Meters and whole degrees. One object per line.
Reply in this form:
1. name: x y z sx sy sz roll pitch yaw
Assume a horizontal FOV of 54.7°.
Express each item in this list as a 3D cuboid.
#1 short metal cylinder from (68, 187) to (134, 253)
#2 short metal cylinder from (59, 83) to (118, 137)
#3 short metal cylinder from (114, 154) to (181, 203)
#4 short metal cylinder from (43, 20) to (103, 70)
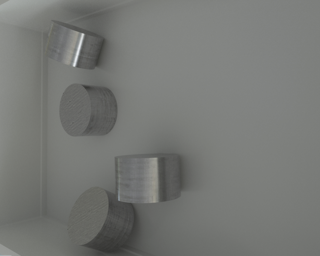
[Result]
1. short metal cylinder: -0.084 0.130 0.439 0.080 0.050 0.080 -24 48 30
2. short metal cylinder: -0.112 -0.027 0.483 0.080 0.050 0.080 0 90 40
3. short metal cylinder: -0.015 0.059 0.384 0.080 0.081 0.050 -3 88 40
4. short metal cylinder: -0.134 -0.129 0.482 0.080 0.081 0.050 33 110 35
